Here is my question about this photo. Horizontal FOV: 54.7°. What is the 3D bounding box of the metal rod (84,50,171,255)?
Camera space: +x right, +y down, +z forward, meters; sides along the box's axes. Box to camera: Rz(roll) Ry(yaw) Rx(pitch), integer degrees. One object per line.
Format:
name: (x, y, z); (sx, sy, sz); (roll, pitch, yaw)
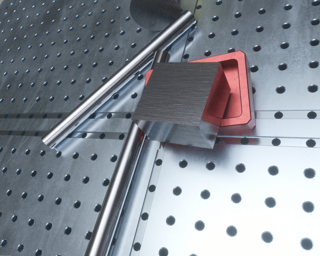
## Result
metal rod: (-0.035, 0.021, 0.412); (0.025, 0.025, 0.300); (3, 63, 29)

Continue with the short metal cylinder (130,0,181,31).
short metal cylinder: (-0.006, -0.205, 0.501); (0.080, 0.080, 0.050); (-9, 58, 23)

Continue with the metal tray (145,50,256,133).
metal tray: (0.046, -0.037, 0.387); (0.130, 0.030, 0.090); (-7, 74, 23)

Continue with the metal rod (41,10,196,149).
metal rod: (-0.064, -0.076, 0.486); (0.300, 0.025, 0.025); (-42, 51, -1)

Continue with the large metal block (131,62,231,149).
large metal block: (0.026, -0.028, 0.353); (0.080, 0.050, 0.080); (7, 63, 31)
